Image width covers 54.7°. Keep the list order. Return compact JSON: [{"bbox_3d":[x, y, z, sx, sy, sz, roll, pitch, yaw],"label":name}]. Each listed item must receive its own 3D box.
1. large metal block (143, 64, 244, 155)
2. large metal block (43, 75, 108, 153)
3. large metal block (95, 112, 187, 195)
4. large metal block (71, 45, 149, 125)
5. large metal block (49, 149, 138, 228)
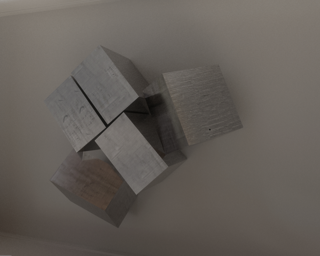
[{"bbox_3d":[0.038,-0.022,0.359,0.050,0.081,0.080,-30,77,58],"label":"large metal block"},{"bbox_3d":[-0.091,-0.017,0.411,0.050,0.080,0.080,-39,78,16],"label":"large metal block"},{"bbox_3d":[-0.020,0.028,0.385,0.050,0.080,0.080,-43,77,15],"label":"large metal block"},{"bbox_3d":[-0.052,-0.051,0.397,0.050,0.080,0.080,-40,78,15],"label":"large metal block"},{"bbox_3d":[-0.081,0.078,0.400,0.080,0.080,0.050,23,63,18],"label":"large metal block"}]
